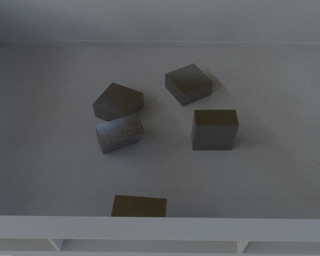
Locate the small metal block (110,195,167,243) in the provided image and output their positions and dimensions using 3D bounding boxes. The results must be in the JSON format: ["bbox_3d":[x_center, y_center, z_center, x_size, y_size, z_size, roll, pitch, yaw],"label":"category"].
[{"bbox_3d":[-0.020,0.092,0.311,0.050,0.050,0.025,4,50,3],"label":"small metal block"}]

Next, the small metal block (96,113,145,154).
[{"bbox_3d":[-0.050,0.008,0.378,0.050,0.050,0.025,-19,79,-15],"label":"small metal block"}]

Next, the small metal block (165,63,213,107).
[{"bbox_3d":[0.042,-0.065,0.459,0.050,0.025,0.050,-24,54,-19],"label":"small metal block"}]

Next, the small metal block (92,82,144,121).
[{"bbox_3d":[-0.057,-0.032,0.431,0.050,0.025,0.050,21,53,17],"label":"small metal block"}]

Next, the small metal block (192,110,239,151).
[{"bbox_3d":[0.067,0.003,0.386,0.050,0.050,0.025,0,50,0],"label":"small metal block"}]
